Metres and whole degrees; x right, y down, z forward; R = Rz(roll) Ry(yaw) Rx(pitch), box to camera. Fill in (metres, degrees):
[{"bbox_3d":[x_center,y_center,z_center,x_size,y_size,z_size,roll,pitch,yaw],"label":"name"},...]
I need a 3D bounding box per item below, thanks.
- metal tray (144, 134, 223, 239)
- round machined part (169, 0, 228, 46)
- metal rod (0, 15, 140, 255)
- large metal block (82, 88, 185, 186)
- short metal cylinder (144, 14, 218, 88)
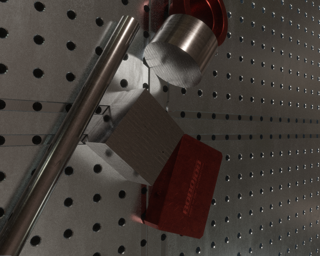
[{"bbox_3d":[0.037,0.082,0.440,0.090,0.030,0.130,27,73,-37],"label":"metal tray"},{"bbox_3d":[0.051,-0.157,0.438,0.099,0.042,0.097,7,80,-44],"label":"round machined part"},{"bbox_3d":[-0.094,0.001,0.331,0.025,0.025,0.300,37,67,-34],"label":"metal rod"},{"bbox_3d":[-0.029,0.011,0.371,0.080,0.050,0.080,48,61,-30],"label":"large metal block"},{"bbox_3d":[0.027,-0.097,0.398,0.080,0.080,0.050,45,63,-31],"label":"short metal cylinder"}]
